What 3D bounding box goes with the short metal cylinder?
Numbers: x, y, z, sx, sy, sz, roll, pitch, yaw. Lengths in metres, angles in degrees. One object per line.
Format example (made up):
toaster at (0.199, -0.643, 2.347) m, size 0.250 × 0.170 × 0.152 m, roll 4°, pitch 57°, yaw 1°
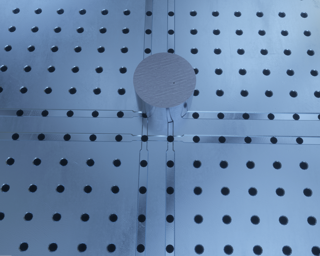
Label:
short metal cylinder at (0.006, -0.054, 0.418) m, size 0.080 × 0.050 × 0.080 m, roll 0°, pitch 70°, yaw 0°
